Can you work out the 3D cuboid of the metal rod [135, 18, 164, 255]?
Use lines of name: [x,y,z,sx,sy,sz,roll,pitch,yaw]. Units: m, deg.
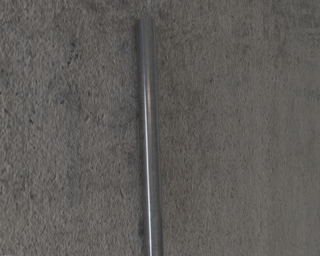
metal rod: [-0.013,0.016,0.392,0.025,0.025,0.298,-4,92,-40]
